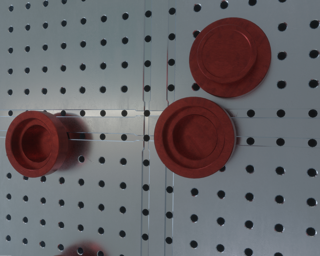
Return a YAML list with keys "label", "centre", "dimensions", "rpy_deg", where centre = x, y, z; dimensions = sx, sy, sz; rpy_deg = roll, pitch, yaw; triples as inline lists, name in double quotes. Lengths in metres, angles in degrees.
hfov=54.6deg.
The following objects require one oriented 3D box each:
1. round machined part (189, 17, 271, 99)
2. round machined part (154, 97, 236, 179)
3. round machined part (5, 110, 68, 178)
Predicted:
- label: "round machined part"
  centre: [0.082, -0.085, 0.375]
  dimensions: [0.098, 0.042, 0.097]
  rpy_deg: [0, 90, 20]
- label: "round machined part"
  centre: [0.046, 0.011, 0.388]
  dimensions: [0.098, 0.042, 0.097]
  rpy_deg: [0, 90, 20]
- label: "round machined part"
  centre: [-0.179, 0.023, 0.468]
  dimensions: [0.098, 0.042, 0.097]
  rpy_deg: [0, 90, 20]
